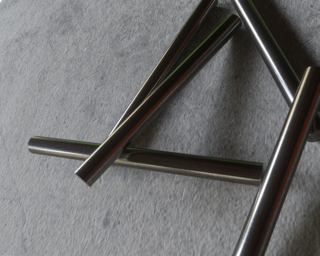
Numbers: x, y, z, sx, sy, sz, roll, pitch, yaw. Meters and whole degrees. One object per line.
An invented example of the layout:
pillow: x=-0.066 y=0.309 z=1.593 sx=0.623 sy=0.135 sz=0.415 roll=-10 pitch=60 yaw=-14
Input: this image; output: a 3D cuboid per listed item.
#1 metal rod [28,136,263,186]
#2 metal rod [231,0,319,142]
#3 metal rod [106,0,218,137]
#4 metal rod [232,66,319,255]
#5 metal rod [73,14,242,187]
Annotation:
metal rod: x=-0.034 y=0.036 z=0.374 sx=0.301 sy=0.025 sz=0.025 roll=5 pitch=64 yaw=22
metal rod: x=0.136 y=-0.112 z=0.400 sx=0.025 sy=0.025 sz=0.299 roll=-23 pitch=53 yaw=14
metal rod: x=0.001 y=-0.078 z=0.450 sx=0.025 sy=0.025 sz=0.300 roll=23 pitch=74 yaw=36
metal rod: x=0.097 y=0.077 z=0.286 sx=0.025 sy=0.025 sz=0.299 roll=18 pitch=77 yaw=34
metal rod: x=0.010 y=-0.047 z=0.391 sx=0.025 sy=0.025 sz=0.301 roll=27 pitch=65 yaw=37
